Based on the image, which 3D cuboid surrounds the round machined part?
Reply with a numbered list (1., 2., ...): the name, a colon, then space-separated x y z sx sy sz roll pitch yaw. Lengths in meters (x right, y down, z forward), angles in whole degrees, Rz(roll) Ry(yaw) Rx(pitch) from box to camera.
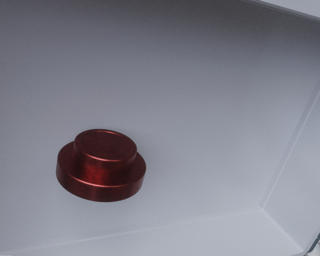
1. round machined part: -0.063 0.035 0.348 0.099 0.098 0.042 0 118 -29
